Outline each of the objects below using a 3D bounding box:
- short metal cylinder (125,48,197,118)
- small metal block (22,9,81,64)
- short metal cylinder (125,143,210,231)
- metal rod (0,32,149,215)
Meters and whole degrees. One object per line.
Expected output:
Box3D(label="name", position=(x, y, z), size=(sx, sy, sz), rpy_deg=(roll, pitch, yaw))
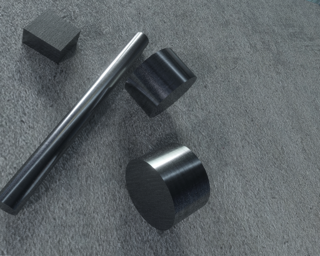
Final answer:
Box3D(label="short metal cylinder", position=(0.001, -0.058, 0.404), size=(0.050, 0.080, 0.081), rpy_deg=(50, 51, 6))
Box3D(label="small metal block", position=(-0.140, -0.119, 0.401), size=(0.050, 0.025, 0.050), rpy_deg=(32, 52, -8))
Box3D(label="short metal cylinder", position=(0.007, 0.062, 0.334), size=(0.050, 0.080, 0.080), rpy_deg=(-22, 74, -36))
Box3D(label="metal rod", position=(-0.085, -0.031, 0.376), size=(0.025, 0.025, 0.301), rpy_deg=(34, 51, -6))
